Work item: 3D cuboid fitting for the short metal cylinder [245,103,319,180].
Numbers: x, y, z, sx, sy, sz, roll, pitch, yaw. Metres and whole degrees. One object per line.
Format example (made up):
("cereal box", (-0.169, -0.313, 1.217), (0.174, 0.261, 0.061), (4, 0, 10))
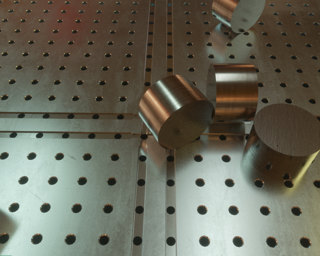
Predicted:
("short metal cylinder", (0.150, 0.016, 0.379), (0.081, 0.050, 0.080), (0, 50, 0))

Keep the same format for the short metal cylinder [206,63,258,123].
("short metal cylinder", (0.093, -0.046, 0.411), (0.050, 0.080, 0.080), (-1, 50, 0))

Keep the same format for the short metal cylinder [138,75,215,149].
("short metal cylinder", (0.020, -0.019, 0.388), (0.081, 0.080, 0.050), (-23, 54, -18))

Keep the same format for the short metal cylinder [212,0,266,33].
("short metal cylinder", (0.141, -0.219, 0.557), (0.081, 0.080, 0.050), (-27, 55, -21))
